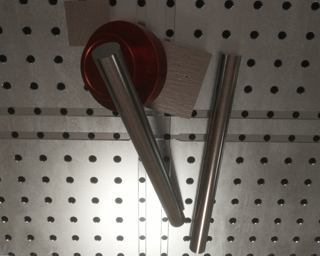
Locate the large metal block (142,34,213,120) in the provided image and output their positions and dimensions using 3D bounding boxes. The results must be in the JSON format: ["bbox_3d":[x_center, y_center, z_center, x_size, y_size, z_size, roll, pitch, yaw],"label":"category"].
[{"bbox_3d":[0.008,-0.065,0.376,0.080,0.050,0.079,15,109,-6],"label":"large metal block"}]

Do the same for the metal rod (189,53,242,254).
[{"bbox_3d":[0.073,0.048,0.432,0.025,0.025,0.298,5,110,-3],"label":"metal rod"}]

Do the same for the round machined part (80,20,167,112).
[{"bbox_3d":[-0.045,-0.065,0.333,0.098,0.042,0.097,6,103,26],"label":"round machined part"}]

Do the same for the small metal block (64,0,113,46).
[{"bbox_3d":[-0.082,-0.124,0.367,0.050,0.025,0.050,-1,110,0],"label":"small metal block"}]

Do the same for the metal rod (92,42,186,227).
[{"bbox_3d":[-0.010,0.036,0.364,0.025,0.025,0.299,-15,134,5],"label":"metal rod"}]
